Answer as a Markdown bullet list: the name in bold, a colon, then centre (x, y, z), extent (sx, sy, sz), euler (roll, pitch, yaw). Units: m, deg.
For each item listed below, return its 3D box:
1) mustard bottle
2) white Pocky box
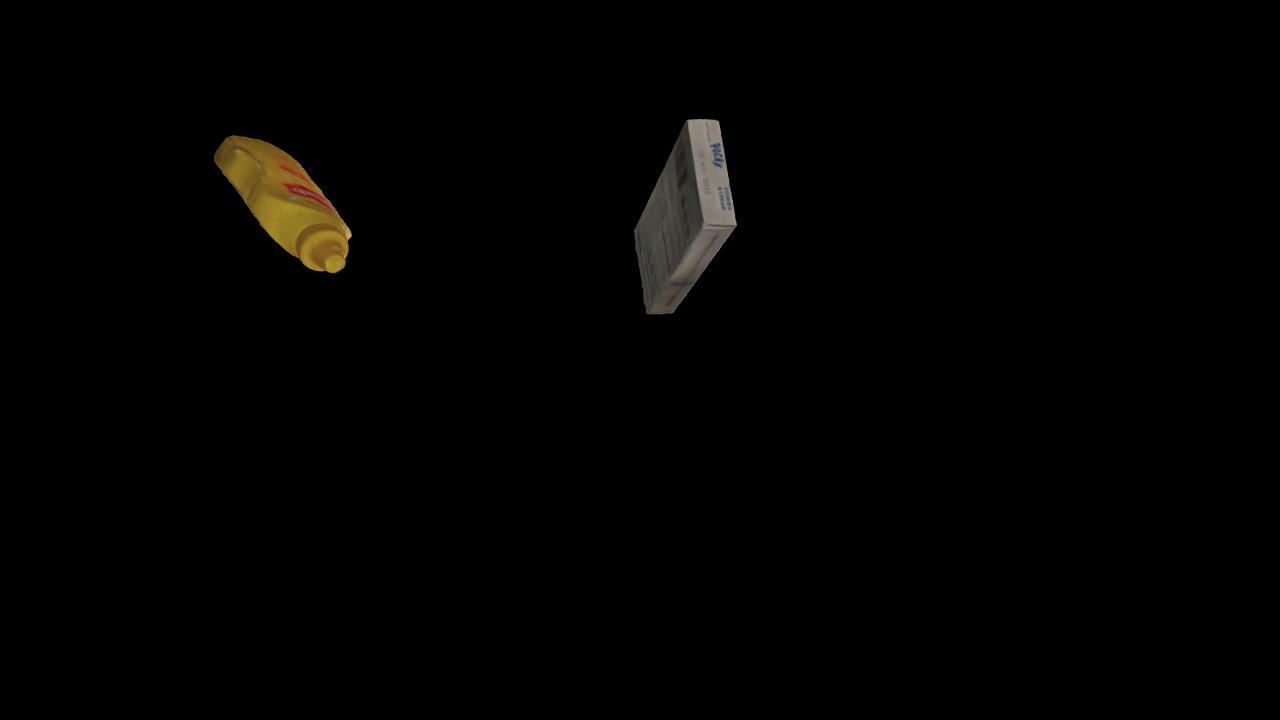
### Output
- **mustard bottle**: centre (-0.322, -0.138, 0.577), extent (0.184, 0.054, 0.092), euler (44, 2, 28)
- **white Pocky box**: centre (0.028, -0.099, 0.466), extent (0.028, 0.084, 0.154), euler (-3, -16, -15)
